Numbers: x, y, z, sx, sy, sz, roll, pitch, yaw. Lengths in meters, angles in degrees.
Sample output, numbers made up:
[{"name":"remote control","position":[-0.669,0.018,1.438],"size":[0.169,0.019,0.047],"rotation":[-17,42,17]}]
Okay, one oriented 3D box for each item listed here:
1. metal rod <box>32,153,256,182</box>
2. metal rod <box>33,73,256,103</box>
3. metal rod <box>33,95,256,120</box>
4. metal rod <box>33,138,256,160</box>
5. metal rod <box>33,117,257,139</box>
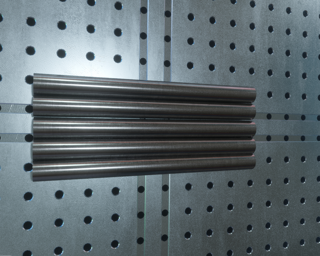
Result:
[{"name":"metal rod","position":[-0.006,0.050,0.411],"size":[0.303,0.025,0.025],"rotation":[0,90,-21]},{"name":"metal rod","position":[-0.005,-0.050,0.412],"size":[0.303,0.025,0.025],"rotation":[0,90,-21]},{"name":"metal rod","position":[-0.005,-0.025,0.412],"size":[0.303,0.025,0.025],"rotation":[0,90,-21]},{"name":"metal rod","position":[-0.005,0.026,0.411],"size":[0.303,0.025,0.025],"rotation":[0,90,-21]},{"name":"metal rod","position":[-0.005,0.001,0.412],"size":[0.303,0.025,0.025],"rotation":[0,90,-21]}]
